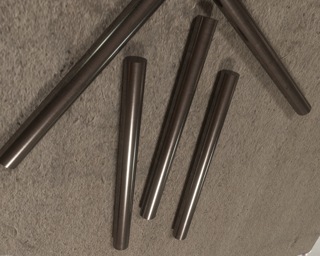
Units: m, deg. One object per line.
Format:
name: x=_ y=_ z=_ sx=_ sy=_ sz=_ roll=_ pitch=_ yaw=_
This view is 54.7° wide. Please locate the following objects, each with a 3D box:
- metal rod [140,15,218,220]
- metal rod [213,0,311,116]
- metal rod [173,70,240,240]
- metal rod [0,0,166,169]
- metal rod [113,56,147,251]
metal rod: x=0.018 y=0.003 z=0.419 sx=0.025 sy=0.025 sz=0.298 roll=1 pitch=118 yaw=-30
metal rod: x=0.147 y=-0.099 z=0.427 sx=0.025 sy=0.025 sz=0.301 roll=-49 pitch=129 yaw=6
metal rod: x=0.064 y=0.056 z=0.478 sx=0.025 sy=0.025 sz=0.298 roll=-2 pitch=119 yaw=-28
metal rod: x=-0.066 y=-0.073 z=0.326 sx=0.300 sy=0.025 sz=0.025 roll=-47 pitch=130 yaw=4
metal rod: x=-0.044 y=0.053 z=0.416 sx=0.025 sy=0.025 sz=0.298 roll=-7 pitch=122 yaw=-25
